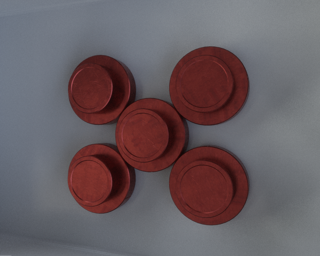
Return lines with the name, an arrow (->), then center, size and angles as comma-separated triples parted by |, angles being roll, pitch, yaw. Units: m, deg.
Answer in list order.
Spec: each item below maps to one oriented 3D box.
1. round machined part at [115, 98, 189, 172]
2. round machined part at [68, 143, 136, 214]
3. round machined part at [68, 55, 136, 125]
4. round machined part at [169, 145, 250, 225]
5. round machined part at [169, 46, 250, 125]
round machined part -> -0.015, 0.009, 0.404 | 0.098, 0.042, 0.097 | 0, 90, 19
round machined part -> -0.087, 0.071, 0.429 | 0.098, 0.042, 0.097 | 0, 90, 19
round machined part -> -0.087, -0.053, 0.429 | 0.098, 0.042, 0.097 | 0, 90, 19
round machined part -> 0.058, 0.071, 0.379 | 0.098, 0.042, 0.097 | 0, 90, 19
round machined part -> 0.058, -0.052, 0.379 | 0.098, 0.042, 0.097 | 0, 90, 19
